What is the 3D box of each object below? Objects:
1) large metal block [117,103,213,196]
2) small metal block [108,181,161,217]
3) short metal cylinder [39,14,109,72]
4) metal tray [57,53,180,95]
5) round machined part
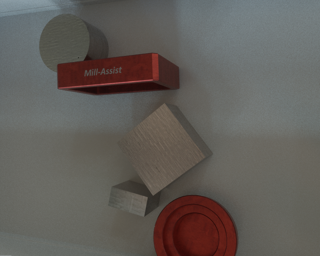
[{"bbox_3d":[0.007,0.026,0.394,0.080,0.050,0.080,-39,78,15],"label":"large metal block"},{"bbox_3d":[-0.032,0.091,0.407,0.050,0.050,0.025,12,94,19],"label":"small metal block"},{"bbox_3d":[-0.121,-0.113,0.438,0.080,0.050,0.079,0,90,19],"label":"short metal cylinder"},{"bbox_3d":[-0.050,-0.064,0.392,0.130,0.090,0.030,-2,90,19],"label":"metal tray"},{"bbox_3d":[0.045,0.132,0.377,0.098,0.042,0.098,-5,75,17],"label":"round machined part"}]
